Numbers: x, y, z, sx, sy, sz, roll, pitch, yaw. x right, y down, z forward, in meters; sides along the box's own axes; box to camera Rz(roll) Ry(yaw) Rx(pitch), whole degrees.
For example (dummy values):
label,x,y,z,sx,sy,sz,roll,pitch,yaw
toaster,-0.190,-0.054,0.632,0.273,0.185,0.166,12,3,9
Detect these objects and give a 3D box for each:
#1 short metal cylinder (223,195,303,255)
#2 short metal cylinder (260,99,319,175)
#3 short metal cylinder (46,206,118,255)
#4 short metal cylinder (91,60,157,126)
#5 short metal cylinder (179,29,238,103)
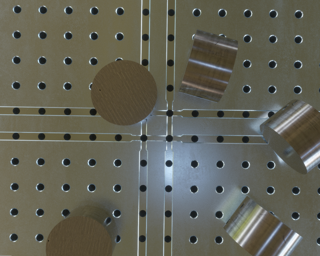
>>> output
label,x,y,z,sx,sy,sz,roll,pitch,yaw
short metal cylinder,0.127,0.130,0.387,0.080,0.080,0.050,37,90,0
short metal cylinder,0.172,0.011,0.387,0.050,0.080,0.080,-39,90,0
short metal cylinder,-0.098,0.146,0.400,0.081,0.050,0.079,0,90,0
short metal cylinder,-0.043,-0.043,0.400,0.081,0.050,0.079,0,90,0
short metal cylinder,0.058,-0.076,0.386,0.050,0.080,0.080,16,90,0
